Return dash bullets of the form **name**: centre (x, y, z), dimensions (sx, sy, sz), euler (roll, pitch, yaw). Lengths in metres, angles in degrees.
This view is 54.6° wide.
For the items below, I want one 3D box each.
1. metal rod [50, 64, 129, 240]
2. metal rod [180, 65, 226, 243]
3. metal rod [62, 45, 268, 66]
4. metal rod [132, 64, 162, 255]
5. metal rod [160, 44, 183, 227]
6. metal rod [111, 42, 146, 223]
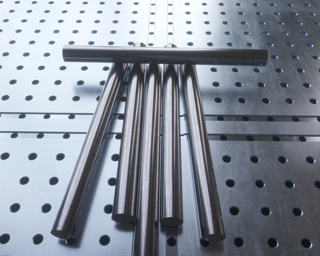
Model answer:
- **metal rod**: centre (-0.079, -0.005, 0.410), dimensions (0.025, 0.025, 0.300), euler (6, 50, 5)
- **metal rod**: centre (0.048, -0.003, 0.411), dimensions (0.025, 0.025, 0.300), euler (-2, 50, -1)
- **metal rod**: centre (0.007, -0.109, 0.467), dimensions (0.302, 0.025, 0.025), euler (1, 50, 1)
- **metal rod**: centre (-0.012, 0.024, 0.388), dimensions (0.025, 0.025, 0.300), euler (1, 50, 1)
- **metal rod**: centre (0.015, -0.016, 0.423), dimensions (0.025, 0.025, 0.300), euler (1, 50, 1)
- **metal rod**: centre (-0.037, -0.019, 0.424), dimensions (0.025, 0.025, 0.300), euler (1, 50, 1)
